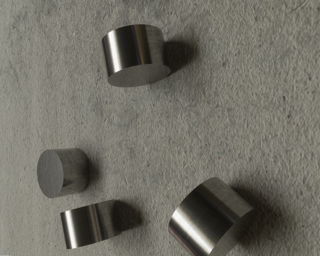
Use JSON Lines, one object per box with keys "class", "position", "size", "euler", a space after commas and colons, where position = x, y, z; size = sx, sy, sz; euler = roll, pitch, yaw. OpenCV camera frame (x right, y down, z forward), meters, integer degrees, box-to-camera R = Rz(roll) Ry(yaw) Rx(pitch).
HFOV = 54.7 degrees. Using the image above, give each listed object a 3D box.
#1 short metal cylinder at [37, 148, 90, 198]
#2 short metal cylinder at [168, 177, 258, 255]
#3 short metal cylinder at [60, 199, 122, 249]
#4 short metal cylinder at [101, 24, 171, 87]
{"class": "short metal cylinder", "position": [-0.164, 0.075, 0.524], "size": [0.080, 0.050, 0.080], "euler": [0, 90, 40]}
{"class": "short metal cylinder", "position": [0.055, 0.098, 0.324], "size": [0.050, 0.081, 0.079], "euler": [40, 114, 33]}
{"class": "short metal cylinder", "position": [-0.100, 0.139, 0.452], "size": [0.080, 0.081, 0.050], "euler": [-24, 75, 37]}
{"class": "short metal cylinder", "position": [-0.031, -0.089, 0.395], "size": [0.080, 0.081, 0.050], "euler": [-18, 79, 38]}
